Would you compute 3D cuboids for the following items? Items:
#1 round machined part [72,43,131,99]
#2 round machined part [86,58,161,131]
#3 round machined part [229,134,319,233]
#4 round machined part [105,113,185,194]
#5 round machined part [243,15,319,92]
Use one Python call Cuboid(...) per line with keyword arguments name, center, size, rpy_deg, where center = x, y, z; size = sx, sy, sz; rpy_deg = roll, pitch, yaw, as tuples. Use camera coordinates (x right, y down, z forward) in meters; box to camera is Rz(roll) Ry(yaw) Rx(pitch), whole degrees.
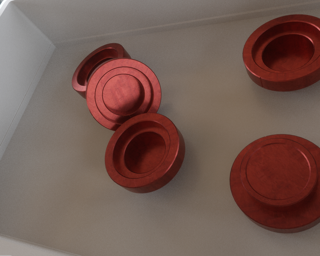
Cuboid(name="round machined part", center=(-0.085, -0.082, 0.482), size=(0.098, 0.042, 0.098), rpy_deg=(-19, 48, 22))
Cuboid(name="round machined part", center=(-0.051, -0.046, 0.422), size=(0.098, 0.098, 0.042), rpy_deg=(-42, 21, -1))
Cuboid(name="round machined part", center=(0.117, 0.049, 0.303), size=(0.098, 0.042, 0.098), rpy_deg=(-13, 56, 20))
Cuboid(name="round machined part", center=(-0.015, 0.033, 0.381), size=(0.098, 0.042, 0.098), rpy_deg=(-13, 56, 20))
Cuboid(name="round machined part", center=(0.152, -0.083, 0.366), size=(0.098, 0.042, 0.098), rpy_deg=(-13, 56, 20))
